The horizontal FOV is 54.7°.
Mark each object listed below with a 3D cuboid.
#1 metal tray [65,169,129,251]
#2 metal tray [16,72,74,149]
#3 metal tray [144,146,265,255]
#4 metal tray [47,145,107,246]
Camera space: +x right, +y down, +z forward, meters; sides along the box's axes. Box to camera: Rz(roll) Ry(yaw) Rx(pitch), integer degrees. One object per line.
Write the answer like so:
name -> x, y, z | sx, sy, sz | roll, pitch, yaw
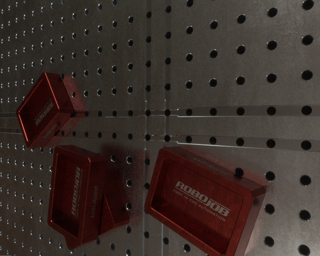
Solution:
metal tray -> -0.114, 0.132, 0.497 | 0.130, 0.030, 0.090 | -36, 68, 34
metal tray -> -0.221, -0.031, 0.584 | 0.129, 0.030, 0.090 | -40, 66, 32
metal tray -> 0.046, 0.086, 0.366 | 0.130, 0.030, 0.089 | 24, 105, 37
metal tray -> -0.128, 0.097, 0.468 | 0.090, 0.030, 0.129 | 12, 98, 39
